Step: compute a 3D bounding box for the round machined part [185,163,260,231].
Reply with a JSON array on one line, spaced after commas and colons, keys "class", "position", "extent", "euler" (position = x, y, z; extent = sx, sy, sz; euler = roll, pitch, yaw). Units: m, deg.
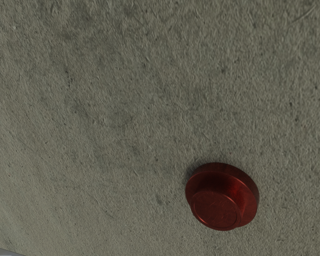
[{"class": "round machined part", "position": [0.079, 0.098, 0.415], "extent": [0.098, 0.042, 0.097], "euler": [13, 124, 21]}]
